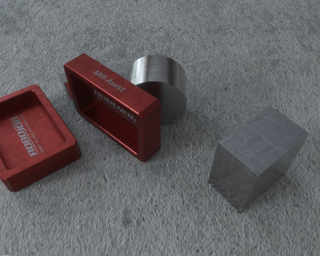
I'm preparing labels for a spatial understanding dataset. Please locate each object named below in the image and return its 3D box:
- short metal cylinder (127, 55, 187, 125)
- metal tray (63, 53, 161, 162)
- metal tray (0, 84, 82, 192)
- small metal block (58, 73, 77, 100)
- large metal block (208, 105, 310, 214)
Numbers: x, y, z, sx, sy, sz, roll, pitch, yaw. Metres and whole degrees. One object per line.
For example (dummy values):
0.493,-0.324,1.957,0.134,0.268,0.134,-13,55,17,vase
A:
-0.006,-0.048,0.408,0.080,0.080,0.050,1,50,1,short metal cylinder
-0.057,-0.025,0.381,0.130,0.090,0.030,34,58,25,metal tray
-0.171,0.007,0.393,0.091,0.030,0.130,-29,56,-22,metal tray
-0.115,-0.068,0.448,0.050,0.025,0.050,-22,30,-17,small metal block
0.104,0.035,0.339,0.081,0.080,0.050,-32,57,-24,large metal block
